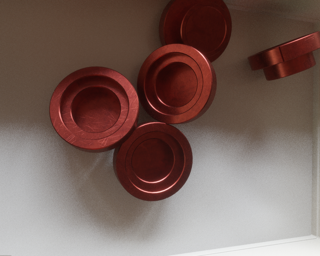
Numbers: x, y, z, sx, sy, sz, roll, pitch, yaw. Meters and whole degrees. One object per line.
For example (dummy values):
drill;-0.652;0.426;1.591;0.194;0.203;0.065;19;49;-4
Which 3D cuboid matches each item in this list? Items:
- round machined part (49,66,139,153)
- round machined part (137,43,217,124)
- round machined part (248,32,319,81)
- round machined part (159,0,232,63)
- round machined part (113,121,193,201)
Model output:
round machined part;-0.074;-0.019;0.363;0.099;0.042;0.098;1;75;-2
round machined part;0.024;-0.053;0.391;0.042;0.098;0.097;-2;92;-66
round machined part;0.179;-0.098;0.440;0.099;0.098;0.042;-24;98;-19
round machined part;0.052;-0.129;0.407;0.099;0.042;0.097;-7;111;-17
round machined part;-0.012;0.040;0.396;0.099;0.042;0.097;-2;95;-19
